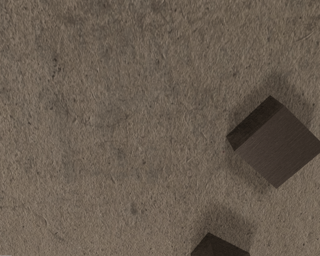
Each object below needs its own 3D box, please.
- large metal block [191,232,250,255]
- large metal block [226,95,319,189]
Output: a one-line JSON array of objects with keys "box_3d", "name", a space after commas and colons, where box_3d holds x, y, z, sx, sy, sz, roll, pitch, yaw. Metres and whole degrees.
[{"box_3d": [0.097, 0.216, 0.462, 0.080, 0.080, 0.050, 30, 107, -11], "name": "large metal block"}, {"box_3d": [0.148, 0.018, 0.405, 0.080, 0.050, 0.080, 41, 105, -14], "name": "large metal block"}]
